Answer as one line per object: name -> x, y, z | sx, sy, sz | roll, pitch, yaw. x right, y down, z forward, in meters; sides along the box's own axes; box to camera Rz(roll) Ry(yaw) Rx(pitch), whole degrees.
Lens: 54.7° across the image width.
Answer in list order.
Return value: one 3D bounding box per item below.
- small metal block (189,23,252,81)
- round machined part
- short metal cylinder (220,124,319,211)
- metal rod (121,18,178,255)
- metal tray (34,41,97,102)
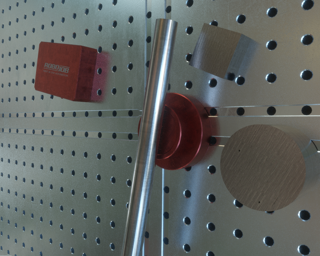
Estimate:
small metal block -> 0.067, -0.086, 0.353 | 0.050, 0.025, 0.050 | 31, 109, 35
round machined part -> 0.011, 0.004, 0.388 | 0.098, 0.042, 0.097 | 0, 90, 39
short metal cylinder -> 0.107, 0.036, 0.304 | 0.080, 0.050, 0.079 | 0, 90, 39
metal rod -> -0.015, 0.027, 0.365 | 0.025, 0.025, 0.298 | 15, 99, 38
metal tray -> -0.169, -0.100, 0.542 | 0.130, 0.030, 0.089 | 17, 100, 38
